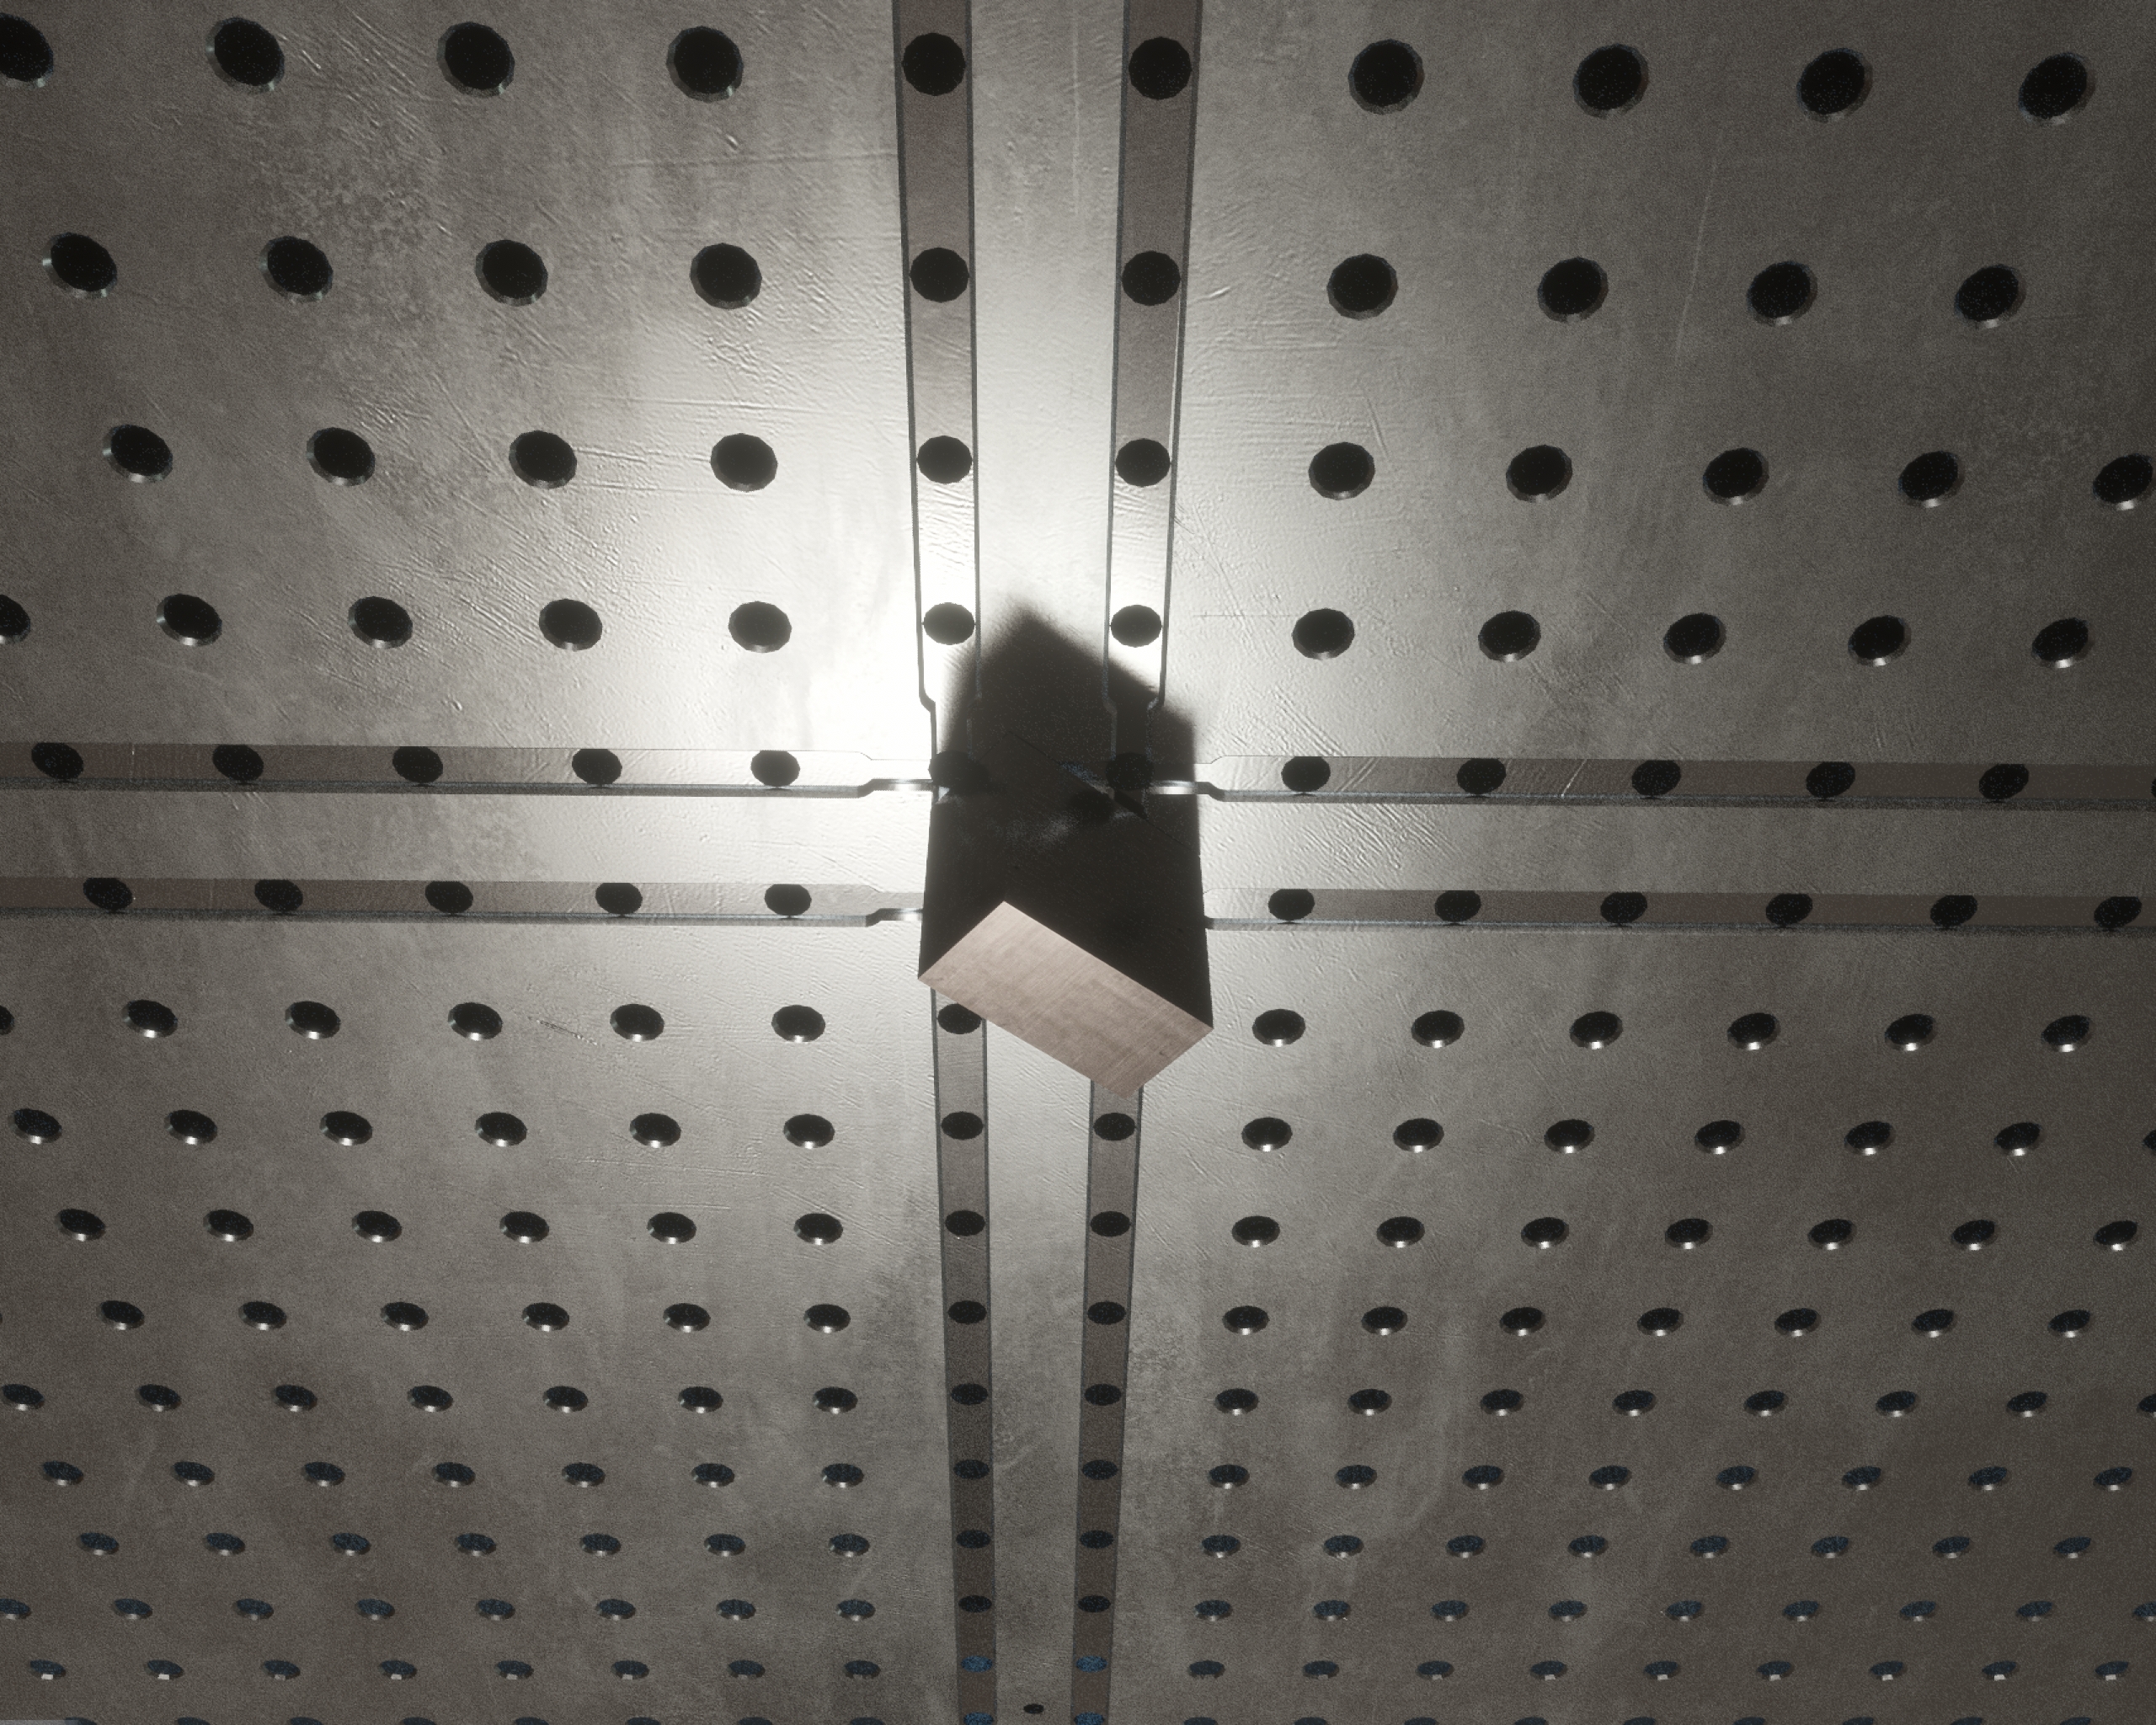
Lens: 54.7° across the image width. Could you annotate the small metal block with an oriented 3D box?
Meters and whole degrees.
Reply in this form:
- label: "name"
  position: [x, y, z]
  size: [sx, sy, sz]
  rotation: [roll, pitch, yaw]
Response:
- label: "small metal block"
  position: [-0.002, 0.010, 0.404]
  size: [0.050, 0.050, 0.025]
  rotation: [33, 123, -25]
